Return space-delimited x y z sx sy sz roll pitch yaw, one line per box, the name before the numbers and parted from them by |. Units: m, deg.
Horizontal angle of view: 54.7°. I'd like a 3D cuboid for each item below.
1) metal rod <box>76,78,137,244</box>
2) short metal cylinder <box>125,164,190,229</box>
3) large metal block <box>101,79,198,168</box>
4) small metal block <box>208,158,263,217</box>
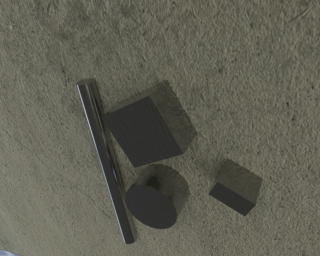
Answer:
metal rod | -0.077 0.068 0.487 0.025 0.025 0.298 4 120 26
short metal cylinder | -0.003 0.100 0.453 0.080 0.050 0.079 13 124 20
large metal block | -0.012 -0.004 0.394 0.080 0.050 0.080 -20 108 35
small metal block | 0.095 0.072 0.385 0.050 0.050 0.025 31 128 8
